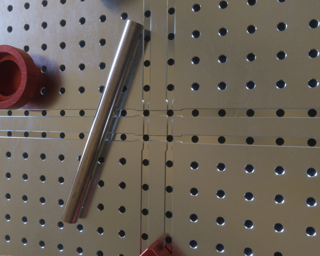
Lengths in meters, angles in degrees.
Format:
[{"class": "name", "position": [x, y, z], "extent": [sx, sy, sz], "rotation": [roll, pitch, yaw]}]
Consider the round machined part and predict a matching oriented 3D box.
[{"class": "round machined part", "position": [-0.231, -0.077, 0.485], "extent": [0.098, 0.042, 0.097], "rotation": [0, 90, 20]}]

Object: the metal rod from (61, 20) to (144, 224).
[{"class": "metal rod", "position": [-0.084, -0.004, 0.442], "extent": [0.025, 0.025, 0.298], "rotation": [22, 97, 18]}]

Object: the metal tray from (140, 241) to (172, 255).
[{"class": "metal tray", "position": [0.006, 0.229, 0.407], "extent": [0.130, 0.030, 0.090], "rotation": [46, 104, 14]}]
